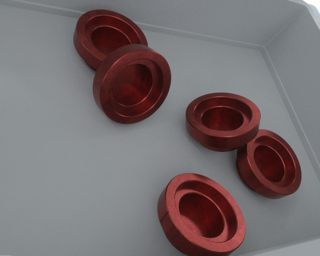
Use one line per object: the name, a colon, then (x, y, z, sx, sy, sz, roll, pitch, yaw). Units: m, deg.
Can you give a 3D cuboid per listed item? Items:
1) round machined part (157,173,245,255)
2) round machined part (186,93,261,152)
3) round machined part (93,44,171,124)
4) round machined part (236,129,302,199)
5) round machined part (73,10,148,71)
round machined part: (0.041, 0.102, 0.345, 0.099, 0.042, 0.098, 20, 37, -15)
round machined part: (0.085, -0.005, 0.426, 0.099, 0.042, 0.098, -3, 40, 3)
round machined part: (-0.038, -0.057, 0.384, 0.099, 0.097, 0.042, -12, 37, -33)
round machined part: (0.150, 0.054, 0.444, 0.099, 0.042, 0.098, 14, 56, -22)
round machined part: (-0.070, -0.112, 0.427, 0.099, 0.042, 0.098, 14, 56, -21)
